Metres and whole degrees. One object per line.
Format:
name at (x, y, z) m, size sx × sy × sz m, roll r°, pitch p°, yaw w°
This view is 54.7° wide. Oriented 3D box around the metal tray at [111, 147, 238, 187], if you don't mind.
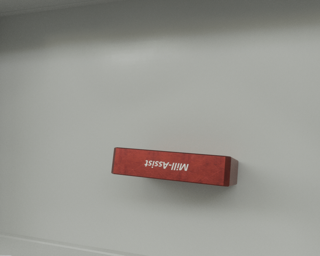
metal tray at (0.021, 0.046, 0.365) m, size 0.130 × 0.090 × 0.030 m, roll 3°, pitch 83°, yaw 19°
